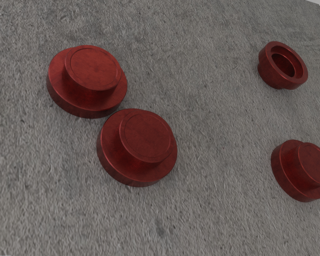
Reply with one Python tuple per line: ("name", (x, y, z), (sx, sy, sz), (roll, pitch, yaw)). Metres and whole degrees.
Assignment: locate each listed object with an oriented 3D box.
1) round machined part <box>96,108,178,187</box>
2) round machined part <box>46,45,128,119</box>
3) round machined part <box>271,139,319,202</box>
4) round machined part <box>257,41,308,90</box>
("round machined part", (-0.022, 0.017, 0.370), (0.099, 0.042, 0.098), (14, 56, -21))
("round machined part", (-0.087, -0.064, 0.385), (0.099, 0.042, 0.098), (14, 56, -21))
("round machined part", (0.224, 0.061, 0.476), (0.099, 0.042, 0.098), (14, 56, -21))
("round machined part", (0.224, -0.111, 0.581), (0.099, 0.042, 0.098), (14, 56, -21))
